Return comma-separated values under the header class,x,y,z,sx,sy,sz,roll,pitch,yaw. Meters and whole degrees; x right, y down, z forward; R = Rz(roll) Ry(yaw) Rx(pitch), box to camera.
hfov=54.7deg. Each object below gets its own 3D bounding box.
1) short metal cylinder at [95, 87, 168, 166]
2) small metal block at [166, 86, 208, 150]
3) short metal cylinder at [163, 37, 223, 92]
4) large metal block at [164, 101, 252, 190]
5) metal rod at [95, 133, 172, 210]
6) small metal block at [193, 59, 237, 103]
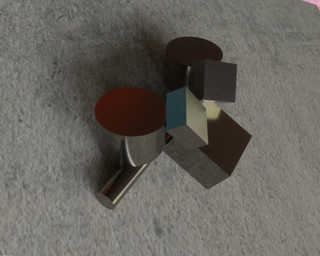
class,x,y,z,sx,sy,sz,roll,pitch,yaw
short metal cylinder,-0.032,-0.003,0.357,0.081,0.050,0.080,3,45,-3
small metal block,0.031,-0.010,0.350,0.050,0.025,0.050,40,42,-45
short metal cylinder,0.047,-0.091,0.453,0.081,0.050,0.080,3,45,-3
large metal block,0.063,0.020,0.411,0.080,0.050,0.080,41,51,0
metal rod,0.019,-0.010,0.423,0.025,0.025,0.301,42,51,0
small metal block,0.071,-0.059,0.401,0.050,0.025,0.050,2,91,-28
